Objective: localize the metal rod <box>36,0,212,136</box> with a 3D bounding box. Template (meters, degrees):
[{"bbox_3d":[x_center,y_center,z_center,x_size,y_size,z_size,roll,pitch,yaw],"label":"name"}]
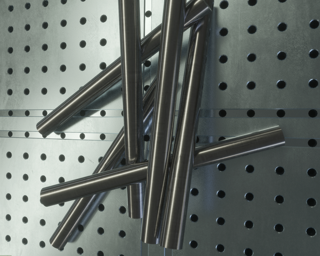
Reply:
[{"bbox_3d":[-0.063,-0.072,0.418,0.299,0.025,0.025,-32,80,23],"label":"metal rod"}]

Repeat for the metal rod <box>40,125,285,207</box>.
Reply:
[{"bbox_3d":[-0.002,0.049,0.380,0.301,0.025,0.025,-15,85,6],"label":"metal rod"}]

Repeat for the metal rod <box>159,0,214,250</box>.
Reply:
[{"bbox_3d":[0.034,-0.017,0.363,0.025,0.025,0.299,4,77,20],"label":"metal rod"}]

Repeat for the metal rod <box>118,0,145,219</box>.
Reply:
[{"bbox_3d":[-0.034,-0.027,0.390,0.025,0.025,0.298,4,104,20],"label":"metal rod"}]

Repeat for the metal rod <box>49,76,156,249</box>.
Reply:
[{"bbox_3d":[-0.072,0.052,0.438,0.025,0.025,0.299,38,102,16],"label":"metal rod"}]

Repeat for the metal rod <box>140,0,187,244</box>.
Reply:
[{"bbox_3d":[0.005,-0.020,0.352,0.025,0.025,0.298,6,92,20],"label":"metal rod"}]
